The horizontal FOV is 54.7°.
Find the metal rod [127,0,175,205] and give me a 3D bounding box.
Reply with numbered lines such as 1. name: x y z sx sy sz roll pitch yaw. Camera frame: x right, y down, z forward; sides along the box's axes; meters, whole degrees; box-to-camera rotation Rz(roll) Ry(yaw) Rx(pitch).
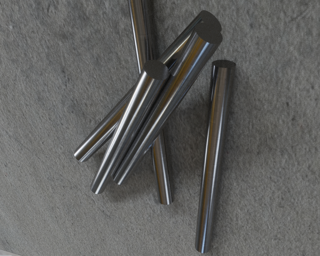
1. metal rod: -0.007 -0.023 0.395 0.025 0.025 0.298 7 122 24

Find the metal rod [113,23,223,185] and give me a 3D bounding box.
1. metal rod: -0.011 0.000 0.370 0.025 0.025 0.298 37 142 3

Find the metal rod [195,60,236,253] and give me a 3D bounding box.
1. metal rod: 0.067 0.059 0.406 0.025 0.025 0.298 13 124 20

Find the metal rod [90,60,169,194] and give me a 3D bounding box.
1. metal rod: -0.054 0.023 0.406 0.025 0.025 0.298 37 142 3

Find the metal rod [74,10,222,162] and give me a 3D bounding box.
1. metal rod: -0.038 -0.027 0.378 0.025 0.025 0.299 46 134 -5
